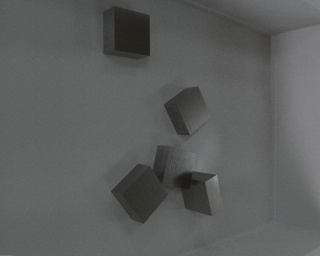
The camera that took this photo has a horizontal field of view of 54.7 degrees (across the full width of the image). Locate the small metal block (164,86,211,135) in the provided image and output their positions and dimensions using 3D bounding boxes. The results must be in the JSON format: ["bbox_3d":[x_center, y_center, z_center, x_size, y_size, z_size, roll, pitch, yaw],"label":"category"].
[{"bbox_3d":[0.040,-0.024,0.440,0.050,0.025,0.050,-39,114,-33],"label":"small metal block"}]

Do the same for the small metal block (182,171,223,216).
[{"bbox_3d":[0.058,0.091,0.439,0.025,0.050,0.050,-21,104,-38],"label":"small metal block"}]

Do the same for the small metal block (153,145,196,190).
[{"bbox_3d":[0.019,0.054,0.422,0.050,0.025,0.050,20,78,-38],"label":"small metal block"}]

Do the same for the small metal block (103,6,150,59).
[{"bbox_3d":[-0.040,-0.113,0.373,0.050,0.025,0.050,-2,91,-40],"label":"small metal block"}]

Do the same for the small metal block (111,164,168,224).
[{"bbox_3d":[-0.024,0.081,0.386,0.050,0.025,0.050,-45,117,-31],"label":"small metal block"}]
